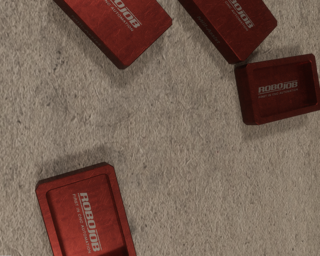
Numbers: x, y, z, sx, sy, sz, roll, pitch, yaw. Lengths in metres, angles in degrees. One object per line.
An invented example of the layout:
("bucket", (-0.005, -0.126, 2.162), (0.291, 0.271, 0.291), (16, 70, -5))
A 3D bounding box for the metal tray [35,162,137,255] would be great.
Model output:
("metal tray", (-0.087, 0.115, 0.374), (0.091, 0.030, 0.129), (-15, 95, -20))

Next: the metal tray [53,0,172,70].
("metal tray", (-0.059, -0.150, 0.385), (0.130, 0.030, 0.090), (46, 75, -15))

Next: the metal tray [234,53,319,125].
("metal tray", (0.184, -0.060, 0.476), (0.131, 0.030, 0.089), (-12, 94, -20))

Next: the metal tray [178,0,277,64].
("metal tray", (0.098, -0.169, 0.444), (0.090, 0.030, 0.130), (-47, 105, -14))
